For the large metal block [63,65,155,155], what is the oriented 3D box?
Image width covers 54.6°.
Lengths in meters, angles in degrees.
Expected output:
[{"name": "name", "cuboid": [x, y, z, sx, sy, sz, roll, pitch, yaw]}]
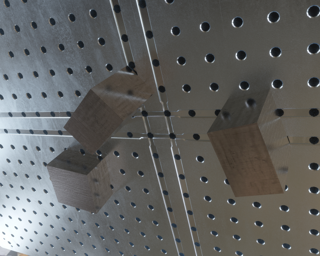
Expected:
[{"name": "large metal block", "cuboid": [-0.064, -0.023, 0.395, 0.050, 0.080, 0.080, 45, 129, -3]}]

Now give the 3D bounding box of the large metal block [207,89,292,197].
[{"name": "large metal block", "cuboid": [0.100, 0.015, 0.333, 0.050, 0.080, 0.080, -14, 111, 34]}]

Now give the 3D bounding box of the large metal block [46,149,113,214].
[{"name": "large metal block", "cuboid": [-0.132, 0.088, 0.520, 0.080, 0.050, 0.080, 9, 122, 23]}]
